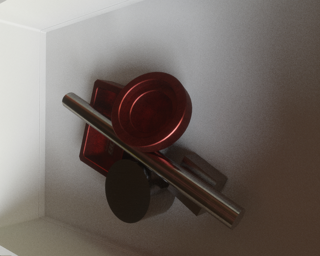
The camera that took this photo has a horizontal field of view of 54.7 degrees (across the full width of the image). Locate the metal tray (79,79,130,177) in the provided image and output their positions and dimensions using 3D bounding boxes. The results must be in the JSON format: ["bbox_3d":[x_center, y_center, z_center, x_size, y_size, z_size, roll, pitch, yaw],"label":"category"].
[{"bbox_3d":[-0.069,0.002,0.455,0.090,0.030,0.129,23,105,37],"label":"metal tray"}]

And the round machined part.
[{"bbox_3d":[-0.007,-0.016,0.381,0.098,0.042,0.098,-10,65,22],"label":"round machined part"}]

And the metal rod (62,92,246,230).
[{"bbox_3d":[-0.029,0.025,0.389,0.300,0.025,0.025,32,110,32],"label":"metal rod"}]

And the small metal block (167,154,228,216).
[{"bbox_3d":[0.044,0.066,0.367,0.050,0.025,0.050,39,113,33],"label":"small metal block"}]

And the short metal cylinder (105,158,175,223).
[{"bbox_3d":[-0.026,0.079,0.407,0.080,0.050,0.079,0,90,39],"label":"short metal cylinder"}]
